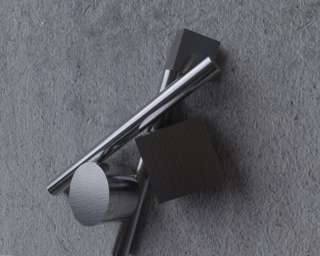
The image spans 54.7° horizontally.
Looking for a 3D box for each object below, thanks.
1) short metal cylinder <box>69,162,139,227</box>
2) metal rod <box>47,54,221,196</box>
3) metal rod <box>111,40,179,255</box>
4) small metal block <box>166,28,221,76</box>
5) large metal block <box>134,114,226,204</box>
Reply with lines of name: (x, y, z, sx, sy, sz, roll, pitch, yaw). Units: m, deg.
short metal cylinder: (-0.075, 0.086, 0.410, 0.080, 0.050, 0.080, -7, 79, 39)
metal rod: (-0.049, 0.009, 0.409, 0.299, 0.025, 0.025, -37, 78, 23)
metal rod: (-0.014, 0.033, 0.414, 0.025, 0.025, 0.298, 18, 96, 19)
small metal block: (0.041, -0.089, 0.382, 0.050, 0.025, 0.050, 14, 96, -21)
large metal block: (0.025, 0.034, 0.372, 0.080, 0.050, 0.080, -20, 93, 6)
